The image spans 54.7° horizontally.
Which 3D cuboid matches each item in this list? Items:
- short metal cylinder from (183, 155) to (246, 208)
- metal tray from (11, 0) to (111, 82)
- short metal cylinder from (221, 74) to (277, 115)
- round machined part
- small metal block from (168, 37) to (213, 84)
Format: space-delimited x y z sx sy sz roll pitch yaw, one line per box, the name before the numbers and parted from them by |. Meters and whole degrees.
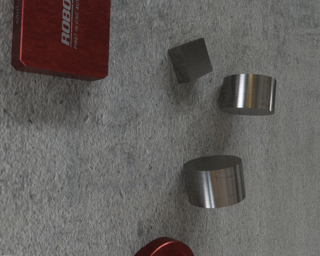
short metal cylinder | 0.076 0.072 0.433 0.081 0.080 0.050 -14 99 -39
metal tray | -0.098 -0.119 0.319 0.091 0.030 0.129 3 88 -40
short metal cylinder | 0.138 -0.050 0.484 0.081 0.080 0.050 9 84 -40
round machined part | -0.003 0.187 0.392 0.099 0.042 0.097 0 90 -40
small metal block | 0.044 -0.096 0.441 0.050 0.025 0.050 -31 109 -36
